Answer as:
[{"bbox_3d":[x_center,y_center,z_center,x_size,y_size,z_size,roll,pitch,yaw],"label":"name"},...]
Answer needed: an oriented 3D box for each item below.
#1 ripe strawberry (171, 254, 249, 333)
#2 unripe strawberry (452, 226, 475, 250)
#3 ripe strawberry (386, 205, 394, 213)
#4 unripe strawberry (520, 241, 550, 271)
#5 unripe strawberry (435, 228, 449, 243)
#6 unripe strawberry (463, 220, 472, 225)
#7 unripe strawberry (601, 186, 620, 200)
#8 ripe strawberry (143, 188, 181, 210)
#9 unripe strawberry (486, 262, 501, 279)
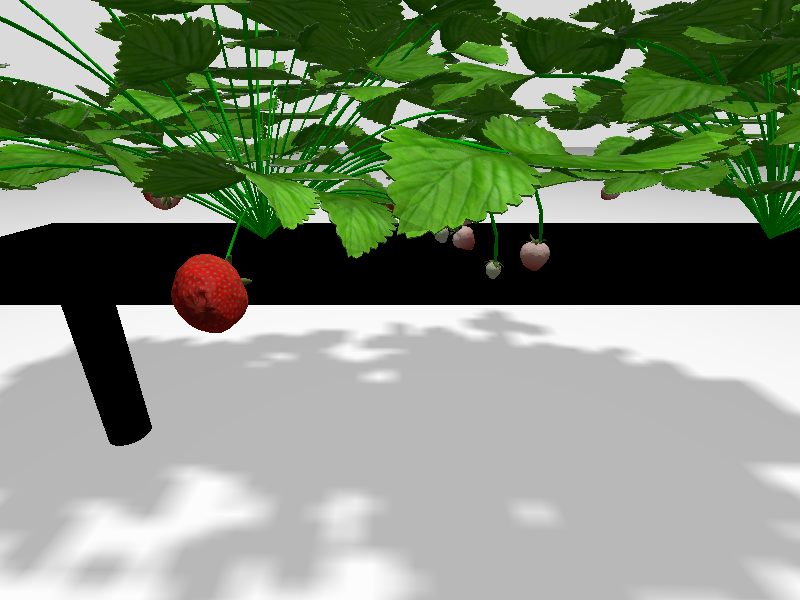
[{"bbox_3d":[-0.086,-0.002,0.180,0.032,0.036,0.034,-4,23,-10],"label":"ripe strawberry"},{"bbox_3d":[0.052,-0.048,0.320,0.019,0.019,0.018,-40,9,24],"label":"unripe strawberry"},{"bbox_3d":[-0.009,-0.110,0.451,0.027,0.028,0.024,-20,30,-41],"label":"ripe strawberry"},{"bbox_3d":[0.092,-0.030,0.275,0.019,0.020,0.018,9,24,20],"label":"unripe strawberry"},{"bbox_3d":[0.036,-0.056,0.342,0.013,0.015,0.015,-13,21,10],"label":"unripe strawberry"},{"bbox_3d":[0.066,-0.093,0.398,0.038,0.037,0.042,-6,23,-15],"label":"unripe strawberry"},{"bbox_3d":[0.291,-0.150,0.555,0.026,0.023,0.026,-4,-18,-9],"label":"unripe strawberry"},{"bbox_3d":[-0.288,-0.129,0.485,0.038,0.037,0.041,18,28,38],"label":"ripe strawberry"},{"bbox_3d":[0.060,-0.019,0.256,0.010,0.011,0.011,13,26,28],"label":"unripe strawberry"}]
